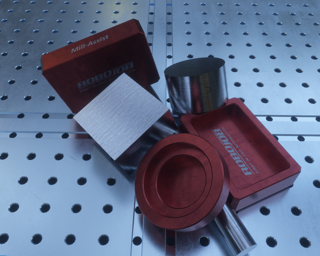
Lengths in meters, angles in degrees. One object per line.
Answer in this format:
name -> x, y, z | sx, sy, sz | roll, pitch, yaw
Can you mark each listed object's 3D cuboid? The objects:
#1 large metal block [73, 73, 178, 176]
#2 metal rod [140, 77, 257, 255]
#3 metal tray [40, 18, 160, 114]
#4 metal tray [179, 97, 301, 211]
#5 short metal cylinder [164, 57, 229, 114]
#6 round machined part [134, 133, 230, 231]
large metal block -> -0.039, -0.005, 0.367 | 0.080, 0.050, 0.080 | -44, 61, -10
metal rod -> 0.020, 0.016, 0.388 | 0.025, 0.025, 0.300 | -20, 53, -16
metal tray -> -0.074, -0.077, 0.406 | 0.131, 0.090, 0.030 | -22, 54, 0
metal tray -> 0.091, 0.025, 0.379 | 0.091, 0.030, 0.130 | -20, 53, -16
short metal cylinder -> 0.050, -0.059, 0.417 | 0.080, 0.050, 0.080 | -10, 26, 5
round machined part -> 0.026, 0.058, 0.325 | 0.098, 0.042, 0.098 | -13, 62, 26
